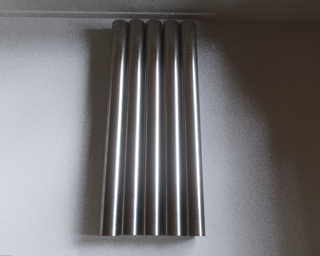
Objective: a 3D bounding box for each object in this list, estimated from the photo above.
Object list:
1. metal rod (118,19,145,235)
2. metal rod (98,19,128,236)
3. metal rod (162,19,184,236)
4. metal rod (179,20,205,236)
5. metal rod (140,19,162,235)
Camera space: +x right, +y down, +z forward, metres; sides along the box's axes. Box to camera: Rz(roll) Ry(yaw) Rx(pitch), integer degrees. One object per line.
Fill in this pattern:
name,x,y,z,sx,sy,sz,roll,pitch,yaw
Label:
metal rod,-0.035,-0.015,0.413,0.025,0.025,0.299,0,70,0
metal rod,-0.059,-0.014,0.413,0.025,0.025,0.299,0,70,0
metal rod,0.016,-0.014,0.414,0.025,0.025,0.299,0,70,0
metal rod,0.041,-0.014,0.413,0.025,0.025,0.299,0,70,0
metal rod,-0.010,-0.015,0.414,0.025,0.025,0.299,0,70,0
